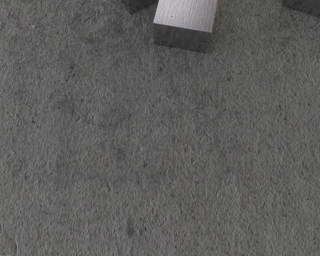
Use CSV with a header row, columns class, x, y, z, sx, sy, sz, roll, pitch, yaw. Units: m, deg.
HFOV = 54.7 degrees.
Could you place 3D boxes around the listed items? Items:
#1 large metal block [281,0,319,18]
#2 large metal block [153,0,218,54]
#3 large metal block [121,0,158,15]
class,x,y,z,sx,sy,sz,roll,pitch,yaw
large metal block,0.246,-0.223,0.478,0.080,0.050,0.080,22,72,8
large metal block,0.038,-0.164,0.455,0.080,0.050,0.080,11,70,4
large metal block,-0.024,-0.230,0.463,0.080,0.080,0.050,-28,73,-10
